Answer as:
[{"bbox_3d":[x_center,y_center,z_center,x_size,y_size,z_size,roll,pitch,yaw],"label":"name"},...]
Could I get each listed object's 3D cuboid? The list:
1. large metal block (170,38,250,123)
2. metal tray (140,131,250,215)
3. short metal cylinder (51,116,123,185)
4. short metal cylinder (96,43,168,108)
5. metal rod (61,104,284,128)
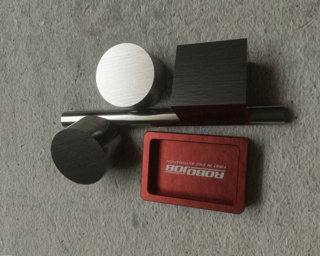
[{"bbox_3d":[0.062,-0.053,0.362,0.080,0.050,0.080,-1,69,20],"label":"large metal block"},{"bbox_3d":[0.043,0.052,0.391,0.130,0.030,0.089,4,91,19],"label":"metal tray"},{"bbox_3d":[-0.097,0.029,0.418,0.080,0.050,0.079,7,113,16],"label":"short metal cylinder"},{"bbox_3d":[-0.036,-0.066,0.410,0.080,0.050,0.080,0,89,20],"label":"short metal cylinder"},{"bbox_3d":[0.003,-0.014,0.410,0.301,0.025,0.025,-1,90,19],"label":"metal rod"}]
